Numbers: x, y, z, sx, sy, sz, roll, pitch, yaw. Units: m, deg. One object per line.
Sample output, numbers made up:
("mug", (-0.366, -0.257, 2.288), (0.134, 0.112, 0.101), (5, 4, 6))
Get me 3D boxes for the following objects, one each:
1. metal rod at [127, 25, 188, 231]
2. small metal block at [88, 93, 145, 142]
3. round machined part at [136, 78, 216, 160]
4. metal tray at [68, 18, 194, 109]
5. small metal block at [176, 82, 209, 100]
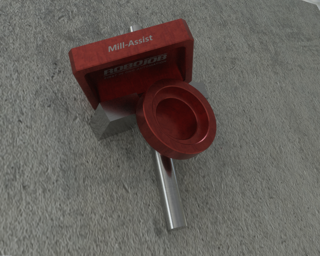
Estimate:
("metal rod", (-0.009, -0.018, 0.413), (0.025, 0.025, 0.299), (2, 61, -28))
("small metal block", (-0.051, -0.013, 0.370), (0.050, 0.050, 0.025), (-21, 73, -36))
("round machined part", (0.016, -0.007, 0.373), (0.099, 0.042, 0.098), (14, 59, -24))
("metal tray", (-0.028, -0.070, 0.363), (0.131, 0.090, 0.030), (-17, 67, -4))
("small metal block", (0.031, -0.040, 0.432), (0.050, 0.050, 0.025), (-2, 63, -29))
